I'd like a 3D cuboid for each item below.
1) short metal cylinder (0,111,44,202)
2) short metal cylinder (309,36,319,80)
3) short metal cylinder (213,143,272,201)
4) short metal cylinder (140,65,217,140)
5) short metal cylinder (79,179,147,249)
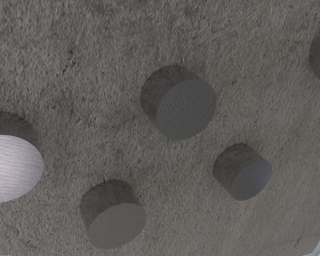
[{"bbox_3d":[-0.166,0.029,0.318,0.081,0.050,0.079,-14,124,-21],"label":"short metal cylinder"},{"bbox_3d":[0.270,-0.106,0.453,0.050,0.080,0.080,-22,127,-15],"label":"short metal cylinder"},{"bbox_3d":[0.135,0.072,0.508,0.081,0.050,0.079,-14,124,-21],"label":"short metal cylinder"},{"bbox_3d":[0.022,-0.032,0.383,0.081,0.050,0.079,-14,124,-21],"label":"short metal cylinder"},{"bbox_3d":[-0.065,0.119,0.428,0.081,0.050,0.079,-14,124,-21],"label":"short metal cylinder"}]
